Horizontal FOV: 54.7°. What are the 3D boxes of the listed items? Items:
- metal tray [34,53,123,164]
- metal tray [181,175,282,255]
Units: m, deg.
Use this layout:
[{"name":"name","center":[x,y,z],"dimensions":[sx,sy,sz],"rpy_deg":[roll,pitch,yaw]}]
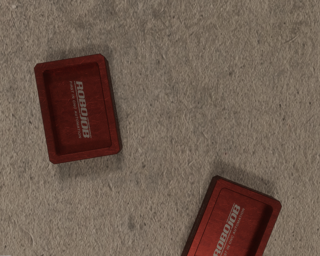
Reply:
[{"name":"metal tray","center":[-0.105,-0.024,0.406],"dimensions":[0.091,0.030,0.129],"rpy_deg":[-9,90,-1]},{"name":"metal tray","center":[0.091,0.139,0.408],"dimensions":[0.090,0.030,0.129],"rpy_deg":[22,90,-1]}]
